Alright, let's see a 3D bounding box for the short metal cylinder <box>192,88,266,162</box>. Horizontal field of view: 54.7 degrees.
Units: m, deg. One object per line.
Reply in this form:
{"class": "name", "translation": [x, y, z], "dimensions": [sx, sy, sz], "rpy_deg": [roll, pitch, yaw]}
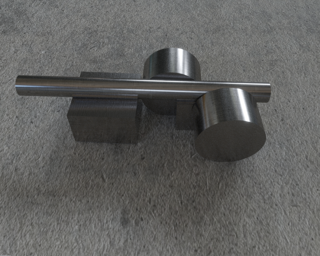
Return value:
{"class": "short metal cylinder", "translation": [0.080, -0.002, 0.371], "dimensions": [0.081, 0.080, 0.050], "rpy_deg": [0, 50, -1]}

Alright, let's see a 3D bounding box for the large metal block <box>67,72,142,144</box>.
{"class": "large metal block", "translation": [-0.067, -0.027, 0.407], "dimensions": [0.081, 0.050, 0.080], "rpy_deg": [3, 50, 1]}

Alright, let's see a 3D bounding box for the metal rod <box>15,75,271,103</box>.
{"class": "metal rod", "translation": [-0.019, -0.048, 0.378], "dimensions": [0.302, 0.025, 0.025], "rpy_deg": [2, 50, -1]}

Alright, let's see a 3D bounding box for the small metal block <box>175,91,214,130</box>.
{"class": "small metal block", "translation": [0.046, -0.022, 0.406], "dimensions": [0.050, 0.050, 0.025], "rpy_deg": [1, 50, 0]}

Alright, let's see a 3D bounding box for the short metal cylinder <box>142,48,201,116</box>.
{"class": "short metal cylinder", "translation": [0.016, -0.061, 0.421], "dimensions": [0.081, 0.080, 0.050], "rpy_deg": [2, 50, 1]}
